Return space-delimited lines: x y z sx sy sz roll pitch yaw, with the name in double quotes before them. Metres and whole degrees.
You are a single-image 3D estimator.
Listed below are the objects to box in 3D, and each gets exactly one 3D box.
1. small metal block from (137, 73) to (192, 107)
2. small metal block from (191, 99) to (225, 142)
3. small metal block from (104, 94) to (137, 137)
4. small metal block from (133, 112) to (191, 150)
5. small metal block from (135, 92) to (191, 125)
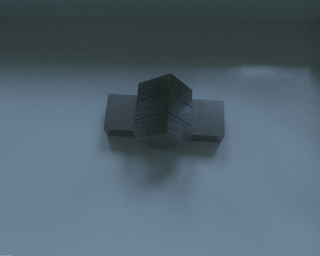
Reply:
"small metal block" 0.007 -0.042 0.399 0.050 0.050 0.025 -11 65 35
"small metal block" 0.058 -0.010 0.413 0.050 0.025 0.050 3 70 0
"small metal block" -0.045 -0.016 0.413 0.050 0.025 0.050 4 70 1
"small metal block" 0.003 0.005 0.382 0.050 0.050 0.025 -12 65 34
"small metal block" 0.005 -0.018 0.391 0.050 0.050 0.025 -12 65 34
